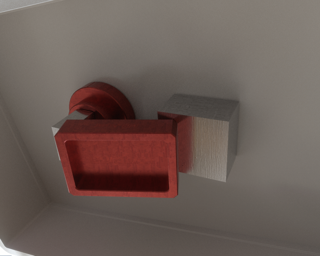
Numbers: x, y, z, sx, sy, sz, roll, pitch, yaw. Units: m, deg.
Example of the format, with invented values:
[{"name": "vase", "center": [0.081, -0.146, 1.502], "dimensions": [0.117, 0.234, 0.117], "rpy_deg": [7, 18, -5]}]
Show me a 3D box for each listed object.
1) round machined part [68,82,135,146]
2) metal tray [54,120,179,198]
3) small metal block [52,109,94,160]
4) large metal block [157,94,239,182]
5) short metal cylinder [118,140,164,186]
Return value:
[{"name": "round machined part", "center": [-0.087, -0.012, 0.432], "dimensions": [0.098, 0.042, 0.097], "rpy_deg": [13, 124, 20]}, {"name": "metal tray", "center": [-0.045, 0.036, 0.357], "dimensions": [0.131, 0.030, 0.089], "rpy_deg": [0, 121, 6]}, {"name": "small metal block", "center": [-0.107, 0.010, 0.397], "dimensions": [0.025, 0.050, 0.050], "rpy_deg": [12, 123, 21]}, {"name": "large metal block", "center": [0.047, 0.010, 0.369], "dimensions": [0.080, 0.050, 0.079], "rpy_deg": [9, 123, 23]}, {"name": "short metal cylinder", "center": [-0.027, 0.048, 0.418], "dimensions": [0.080, 0.050, 0.079], "rpy_deg": [6, 132, 7]}]
